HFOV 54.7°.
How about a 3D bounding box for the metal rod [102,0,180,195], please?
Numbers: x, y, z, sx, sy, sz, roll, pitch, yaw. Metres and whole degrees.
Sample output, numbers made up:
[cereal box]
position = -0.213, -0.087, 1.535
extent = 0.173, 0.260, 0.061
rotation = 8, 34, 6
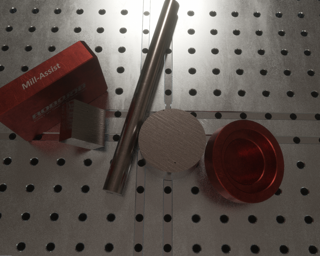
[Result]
[metal rod]
position = -0.020, -0.056, 0.431
extent = 0.025, 0.025, 0.299
rotation = 14, 70, 5

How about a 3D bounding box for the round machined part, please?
[round machined part]
position = 0.098, 0.042, 0.378
extent = 0.099, 0.042, 0.098
rotation = 5, 75, -19

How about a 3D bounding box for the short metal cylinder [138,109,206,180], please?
[short metal cylinder]
position = 0.015, 0.022, 0.391
extent = 0.081, 0.050, 0.080
rotation = 0, 70, 0

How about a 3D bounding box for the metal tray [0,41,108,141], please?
[metal tray]
position = -0.134, -0.043, 0.391
extent = 0.131, 0.090, 0.030
rotation = -36, 74, -12

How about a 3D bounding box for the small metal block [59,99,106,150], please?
[small metal block]
position = -0.098, -0.003, 0.396
extent = 0.025, 0.050, 0.050
rotation = -17, 65, 36
